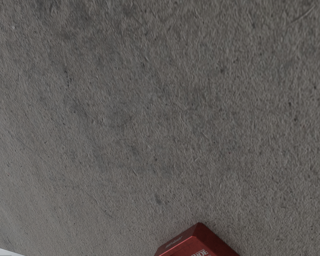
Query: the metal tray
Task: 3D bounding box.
[{"bbox_3d":[0.056,0.217,0.508,0.090,0.030,0.129,41,129,-1],"label":"metal tray"}]
